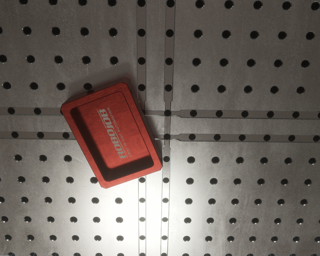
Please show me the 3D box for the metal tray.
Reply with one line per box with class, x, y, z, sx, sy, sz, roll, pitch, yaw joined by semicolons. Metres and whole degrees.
metal tray;-0.060;0.009;0.413;0.090;0.030;0.129;-20;109;7
